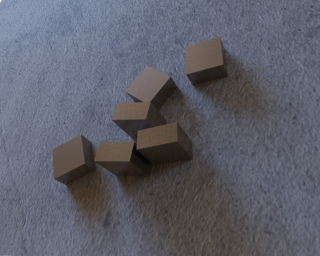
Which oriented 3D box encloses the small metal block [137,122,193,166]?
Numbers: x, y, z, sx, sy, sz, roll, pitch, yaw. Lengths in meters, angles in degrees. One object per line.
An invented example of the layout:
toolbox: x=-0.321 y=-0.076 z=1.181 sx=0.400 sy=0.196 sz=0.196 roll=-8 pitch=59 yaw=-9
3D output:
small metal block: x=0.007 y=0.021 z=0.371 sx=0.050 sy=0.050 sz=0.025 roll=-13 pitch=57 yaw=21

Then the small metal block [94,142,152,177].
small metal block: x=-0.044 y=0.040 z=0.385 sx=0.050 sy=0.050 sz=0.025 roll=-3 pitch=61 yaw=26

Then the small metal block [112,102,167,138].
small metal block: x=-0.026 y=-0.010 z=0.406 sx=0.050 sy=0.050 sz=0.025 roll=0 pitch=62 yaw=28

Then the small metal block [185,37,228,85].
small metal block: x=0.064 y=-0.092 z=0.426 sx=0.050 sy=0.025 sz=0.050 roll=-12 pitch=57 yaw=21

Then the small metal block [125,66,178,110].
small metal block: x=-0.012 y=-0.056 z=0.443 sx=0.050 sy=0.025 sz=0.050 roll=32 pitch=79 yaw=37

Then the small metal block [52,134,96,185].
small metal block: x=-0.122 y=0.045 z=0.439 sx=0.050 sy=0.025 sz=0.050 roll=-27 pitch=53 yaw=11
